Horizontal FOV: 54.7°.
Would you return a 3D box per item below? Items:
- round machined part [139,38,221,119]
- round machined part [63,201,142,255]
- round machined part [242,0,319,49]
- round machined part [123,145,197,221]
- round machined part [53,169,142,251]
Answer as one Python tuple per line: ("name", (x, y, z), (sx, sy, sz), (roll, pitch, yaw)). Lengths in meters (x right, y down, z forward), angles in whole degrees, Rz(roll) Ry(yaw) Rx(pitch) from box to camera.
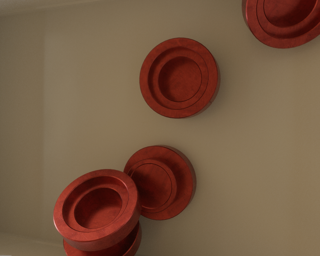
("round machined part", (0.027, -0.060, 0.391), (0.098, 0.042, 0.097), (0, 90, 19))
("round machined part", (-0.075, 0.130, 0.396), (0.098, 0.098, 0.042), (7, 133, 19))
("round machined part", (0.138, -0.140, 0.336), (0.099, 0.042, 0.097), (-1, 125, -1))
("round machined part", (-0.005, 0.072, 0.403), (0.098, 0.042, 0.097), (0, 90, 19))
("round machined part", (-0.069, 0.099, 0.365), (0.098, 0.098, 0.042), (5, 133, 19))
